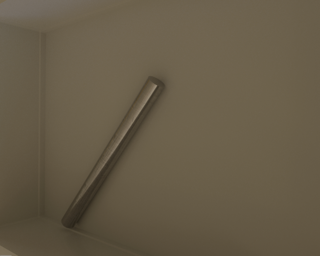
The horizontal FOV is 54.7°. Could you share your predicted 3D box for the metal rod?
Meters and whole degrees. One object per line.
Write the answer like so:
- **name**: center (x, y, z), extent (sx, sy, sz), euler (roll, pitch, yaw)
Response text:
- **metal rod**: center (-0.081, 0.050, 0.470), extent (0.025, 0.025, 0.298), euler (49, 118, 28)
